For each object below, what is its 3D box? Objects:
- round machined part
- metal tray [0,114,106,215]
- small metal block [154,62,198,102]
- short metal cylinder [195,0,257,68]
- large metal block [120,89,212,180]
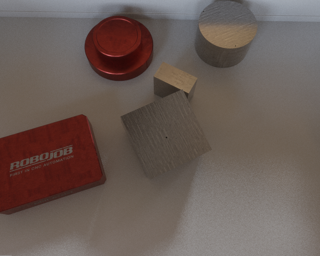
[{"bbox_3d":[-0.059,-0.120,0.444,0.099,0.042,0.098,0,70,-1],"label":"round machined part"},{"bbox_3d":[-0.143,0.045,0.389,0.131,0.030,0.090,-17,71,-7],"label":"metal tray"},{"bbox_3d":[0.020,-0.056,0.417,0.050,0.050,0.025,27,72,9],"label":"small metal block"},{"bbox_3d":[0.093,-0.134,0.447,0.081,0.050,0.080,0,70,0],"label":"short metal cylinder"},{"bbox_3d":[0.005,0.009,0.384,0.080,0.050,0.080,-25,86,-9],"label":"large metal block"}]
